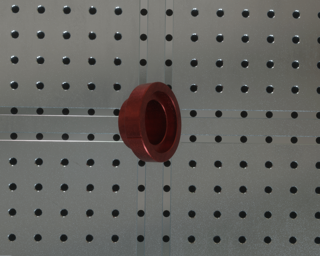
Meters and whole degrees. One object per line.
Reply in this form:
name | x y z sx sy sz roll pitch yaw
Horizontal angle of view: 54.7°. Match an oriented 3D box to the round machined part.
round machined part | -0.015 -0.006 0.385 0.042 0.099 0.097 -2 90 31
